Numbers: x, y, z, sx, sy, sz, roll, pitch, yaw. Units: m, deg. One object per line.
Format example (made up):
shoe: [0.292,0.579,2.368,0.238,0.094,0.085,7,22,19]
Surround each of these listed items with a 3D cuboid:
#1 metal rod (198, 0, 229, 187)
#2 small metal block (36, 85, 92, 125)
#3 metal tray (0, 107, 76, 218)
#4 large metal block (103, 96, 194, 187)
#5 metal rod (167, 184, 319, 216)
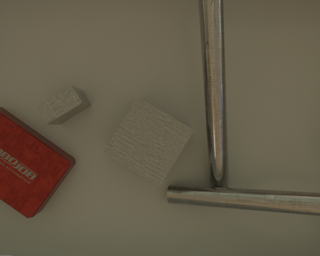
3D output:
metal rod: [0.062,-0.050,0.353,0.025,0.025,0.298,-8,115,0]
small metal block: [-0.121,-0.028,0.397,0.050,0.050,0.025,-31,90,0]
metal tray: [-0.191,0.043,0.406,0.130,0.030,0.090,35,90,-1]
large metal block: [-0.014,0.016,0.399,0.080,0.050,0.080,31,90,-1]
metal rod: [0.151,0.085,0.352,0.301,0.025,0.025,-1,90,24]
